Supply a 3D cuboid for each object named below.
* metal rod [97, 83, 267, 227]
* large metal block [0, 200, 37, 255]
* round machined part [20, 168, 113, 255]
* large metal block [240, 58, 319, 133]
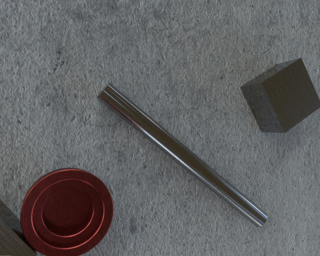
[{"bbox_3d":[0.040,0.045,0.425,0.301,0.025,0.025,40,77,-16],"label":"metal rod"},{"bbox_3d":[-0.190,0.125,0.326,0.080,0.050,0.080,-40,103,-16],"label":"large metal block"},{"bbox_3d":[-0.107,0.095,0.360,0.099,0.042,0.097,1,88,-22],"label":"round machined part"},{"bbox_3d":[0.181,-0.047,0.465,0.080,0.050,0.080,-32,101,-18],"label":"large metal block"}]
